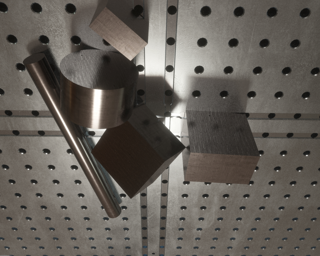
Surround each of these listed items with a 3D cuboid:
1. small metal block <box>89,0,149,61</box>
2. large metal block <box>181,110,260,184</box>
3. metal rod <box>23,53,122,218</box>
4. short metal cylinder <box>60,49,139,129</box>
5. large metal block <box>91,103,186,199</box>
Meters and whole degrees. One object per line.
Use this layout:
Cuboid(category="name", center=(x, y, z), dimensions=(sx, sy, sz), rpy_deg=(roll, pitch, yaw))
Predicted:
Cuboid(category="small metal block", center=(-0.038, -0.102, 0.308), dimensions=(0.050, 0.050, 0.025), rpy_deg=(36, 121, -27))
Cuboid(category="large metal block", center=(0.072, 0.023, 0.396), dimensions=(0.081, 0.080, 0.050), rpy_deg=(4, 130, -4))
Cuboid(category="metal rod", center=(-0.109, 0.034, 0.438), dimensions=(0.025, 0.025, 0.298), rpy_deg=(-9, 130, 7))
Cuboid(category="short metal cylinder", center=(-0.067, -0.044, 0.337), dimensions=(0.081, 0.080, 0.050), rpy_deg=(8, 130, -7))
Cuboid(category="large metal block", center=(-0.029, 0.028, 0.393), dimensions=(0.080, 0.050, 0.080), rpy_deg=(47, 124, 12))
